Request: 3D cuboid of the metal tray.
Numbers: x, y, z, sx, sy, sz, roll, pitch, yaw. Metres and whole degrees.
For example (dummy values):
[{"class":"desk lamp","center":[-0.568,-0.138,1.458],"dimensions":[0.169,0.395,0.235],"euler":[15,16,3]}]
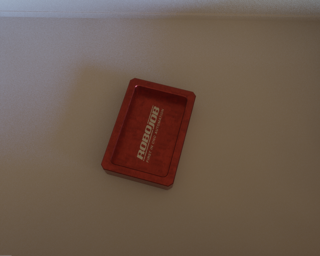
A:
[{"class":"metal tray","center":[-0.012,0.006,0.404],"dimensions":[0.090,0.030,0.130],"euler":[14,70,5]}]
